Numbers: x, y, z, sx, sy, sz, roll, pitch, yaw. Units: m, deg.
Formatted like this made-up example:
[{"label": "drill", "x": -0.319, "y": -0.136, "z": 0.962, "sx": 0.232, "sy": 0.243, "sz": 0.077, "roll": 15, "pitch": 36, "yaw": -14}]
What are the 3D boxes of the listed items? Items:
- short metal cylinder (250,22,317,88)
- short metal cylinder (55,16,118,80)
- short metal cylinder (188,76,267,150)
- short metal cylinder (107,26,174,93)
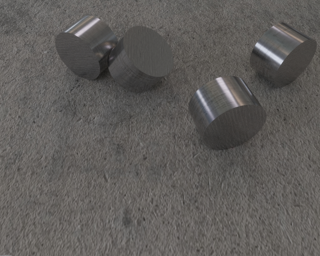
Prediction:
[{"label": "short metal cylinder", "x": 0.181, "y": -0.107, "z": 0.459, "sx": 0.081, "sy": 0.080, "sz": 0.050, "roll": -27, "pitch": 55, "yaw": -21}, {"label": "short metal cylinder", "x": -0.109, "y": -0.120, "z": 0.468, "sx": 0.080, "sy": 0.080, "sz": 0.050, "roll": 23, "pitch": 54, "yaw": 18}, {"label": "short metal cylinder", "x": 0.082, "y": -0.017, "z": 0.382, "sx": 0.081, "sy": 0.080, "sz": 0.050, "roll": -13, "pitch": 51, "yaw": -10}, {"label": "short metal cylinder", "x": -0.028, "y": -0.097, "z": 0.444, "sx": 0.081, "sy": 0.050, "sz": 0.080, "roll": 15, "pitch": 61, "yaw": -30}]
